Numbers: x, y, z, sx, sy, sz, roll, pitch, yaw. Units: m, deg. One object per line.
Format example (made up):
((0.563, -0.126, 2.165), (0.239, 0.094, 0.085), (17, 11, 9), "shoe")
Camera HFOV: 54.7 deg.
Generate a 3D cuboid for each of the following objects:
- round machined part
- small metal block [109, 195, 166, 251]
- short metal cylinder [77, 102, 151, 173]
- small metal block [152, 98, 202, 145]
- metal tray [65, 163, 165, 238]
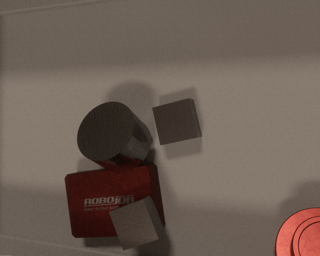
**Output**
((0.171, 0.130, 0.318), (0.098, 0.042, 0.098), (-8, 57, 13), "round machined part")
((-0.028, 0.118, 0.387), (0.050, 0.025, 0.050), (-25, 82, 18), "small metal block")
((-0.058, 0.013, 0.401), (0.080, 0.050, 0.080), (-10, 62, 19), "short metal cylinder")
((0.022, -0.008, 0.402), (0.050, 0.025, 0.050), (-13, 86, 19), "small metal block")
((-0.064, 0.101, 0.429), (0.130, 0.030, 0.089), (-9, 87, 19), "metal tray")
